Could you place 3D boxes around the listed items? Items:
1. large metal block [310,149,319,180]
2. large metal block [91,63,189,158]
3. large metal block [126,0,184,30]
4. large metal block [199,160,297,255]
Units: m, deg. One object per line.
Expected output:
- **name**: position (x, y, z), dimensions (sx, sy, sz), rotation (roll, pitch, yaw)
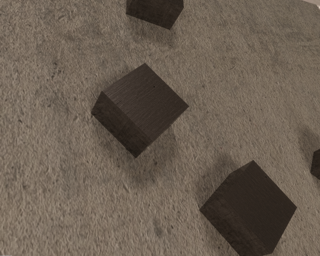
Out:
- **large metal block**: position (0.308, 0.063, 0.499), dimensions (0.080, 0.080, 0.050), rotation (37, 51, -4)
- **large metal block**: position (-0.025, -0.023, 0.390), dimensions (0.080, 0.050, 0.080), rotation (45, 51, 3)
- **large metal block**: position (-0.009, -0.223, 0.521), dimensions (0.081, 0.050, 0.080), rotation (13, 56, -21)
- **large metal block**: position (0.111, 0.101, 0.388), dimensions (0.080, 0.050, 0.080), rotation (48, 51, 5)
